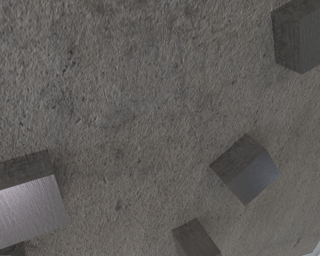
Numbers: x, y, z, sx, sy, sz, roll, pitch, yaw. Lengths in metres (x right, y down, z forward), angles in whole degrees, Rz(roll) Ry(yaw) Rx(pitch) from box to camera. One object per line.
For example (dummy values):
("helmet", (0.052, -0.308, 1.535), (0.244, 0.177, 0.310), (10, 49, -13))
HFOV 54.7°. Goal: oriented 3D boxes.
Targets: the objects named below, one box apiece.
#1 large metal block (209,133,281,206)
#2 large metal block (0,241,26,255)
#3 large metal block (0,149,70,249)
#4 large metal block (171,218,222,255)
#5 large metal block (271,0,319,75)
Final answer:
("large metal block", (0.141, 0.070, 0.510), (0.080, 0.050, 0.080), (-42, 130, 0))
("large metal block", (-0.202, 0.202, 0.386), (0.050, 0.080, 0.079), (10, 114, -33))
("large metal block", (-0.157, 0.081, 0.355), (0.081, 0.050, 0.079), (-16, 125, -19))
("large metal block", (0.067, 0.222, 0.544), (0.050, 0.080, 0.080), (-23, 127, -14))
("large metal block", (0.203, -0.132, 0.419), (0.080, 0.050, 0.080), (-30, 129, -9))
